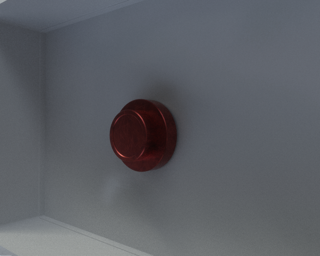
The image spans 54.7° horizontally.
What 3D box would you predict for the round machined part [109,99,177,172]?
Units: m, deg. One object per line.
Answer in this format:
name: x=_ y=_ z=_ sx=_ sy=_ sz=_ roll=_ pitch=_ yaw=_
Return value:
round machined part: x=-0.029 y=0.010 z=0.413 sx=0.098 sy=0.042 sz=0.097 roll=0 pitch=90 yaw=39
